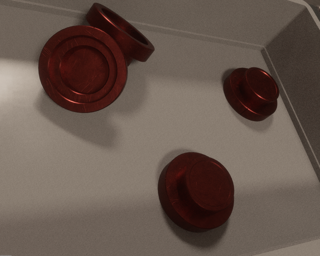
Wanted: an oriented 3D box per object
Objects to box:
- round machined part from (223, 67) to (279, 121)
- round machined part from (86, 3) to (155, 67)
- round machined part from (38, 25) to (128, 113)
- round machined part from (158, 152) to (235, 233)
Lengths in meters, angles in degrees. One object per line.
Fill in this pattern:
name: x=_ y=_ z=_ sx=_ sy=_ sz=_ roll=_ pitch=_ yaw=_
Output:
round machined part: x=0.160 y=-0.063 z=0.522 sx=0.099 sy=0.042 sz=0.098 roll=14 pitch=56 yaw=-21
round machined part: x=-0.058 y=-0.120 z=0.420 sx=0.098 sy=0.042 sz=0.098 roll=35 pitch=19 yaw=-14
round machined part: x=-0.088 y=-0.068 z=0.368 sx=0.099 sy=0.042 sz=0.097 roll=0 pitch=98 yaw=-3
round machined part: x=0.051 y=0.074 z=0.379 sx=0.099 sy=0.042 sz=0.098 roll=14 pitch=56 yaw=-21
